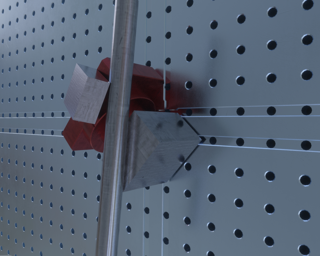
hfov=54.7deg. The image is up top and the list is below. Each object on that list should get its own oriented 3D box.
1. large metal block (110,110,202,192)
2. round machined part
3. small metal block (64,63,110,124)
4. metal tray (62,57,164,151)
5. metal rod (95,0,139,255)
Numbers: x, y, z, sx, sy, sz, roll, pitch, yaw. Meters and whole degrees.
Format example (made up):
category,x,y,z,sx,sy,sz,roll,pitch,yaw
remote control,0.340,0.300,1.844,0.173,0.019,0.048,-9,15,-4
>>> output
category,x,y,z,sx,sy,sz,roll,pitch,yaw
large metal block,-0.010,0.027,0.376,0.050,0.081,0.080,50,119,28
round machined part,-0.045,-0.001,0.402,0.042,0.099,0.097,50,119,28
small metal block,-0.084,-0.039,0.349,0.050,0.025,0.050,45,117,51
metal tray,-0.063,-0.027,0.416,0.030,0.091,0.129,51,119,28
metal rod,-0.049,0.011,0.343,0.025,0.025,0.298,9,96,39
